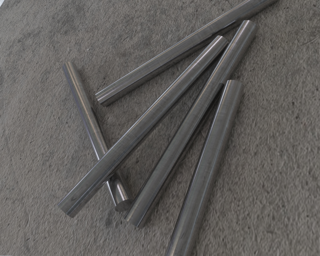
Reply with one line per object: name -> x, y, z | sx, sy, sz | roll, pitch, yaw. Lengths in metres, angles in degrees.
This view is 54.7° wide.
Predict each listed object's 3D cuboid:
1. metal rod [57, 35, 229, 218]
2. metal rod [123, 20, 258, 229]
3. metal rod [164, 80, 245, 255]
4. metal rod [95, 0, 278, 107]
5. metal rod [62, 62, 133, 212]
metal rod -> -0.011, -0.011, 0.395 | 0.025, 0.025, 0.301 | 31, 72, 38
metal rod -> 0.046, -0.015, 0.388 | 0.025, 0.025, 0.300 | 22, 73, 36
metal rod -> 0.039, 0.077, 0.335 | 0.025, 0.025, 0.300 | 9, 66, 32
metal rod -> 0.036, -0.118, 0.457 | 0.300, 0.025, 0.025 | -30, 52, 8
metal rod -> -0.102, -0.008, 0.462 | 0.025, 0.025, 0.300 | -35, 51, 5
